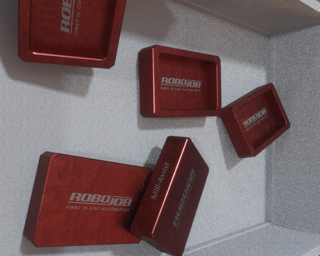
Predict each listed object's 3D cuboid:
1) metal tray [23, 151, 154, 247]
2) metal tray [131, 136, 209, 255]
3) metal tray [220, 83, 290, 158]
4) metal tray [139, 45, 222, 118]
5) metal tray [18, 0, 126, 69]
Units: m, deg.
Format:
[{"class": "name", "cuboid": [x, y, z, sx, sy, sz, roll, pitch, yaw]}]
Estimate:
[{"class": "metal tray", "cuboid": [-0.072, 0.080, 0.345, 0.131, 0.030, 0.090, 16, 80, -39]}, {"class": "metal tray", "cuboid": [0.019, 0.086, 0.396, 0.090, 0.030, 0.130, 54, 50, -46]}, {"class": "metal tray", "cuboid": [0.167, -0.015, 0.535, 0.131, 0.030, 0.090, -29, 97, -36]}, {"class": "metal tray", "cuboid": [0.033, -0.060, 0.432, 0.131, 0.030, 0.089, -2, 92, -40]}, {"class": "metal tray", "cuboid": [-0.078, -0.122, 0.280, 0.091, 0.030, 0.129, 0, 125, -25]}]
